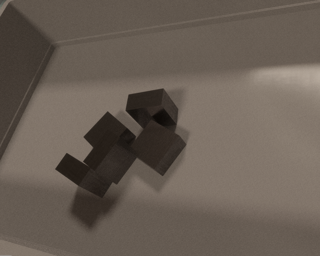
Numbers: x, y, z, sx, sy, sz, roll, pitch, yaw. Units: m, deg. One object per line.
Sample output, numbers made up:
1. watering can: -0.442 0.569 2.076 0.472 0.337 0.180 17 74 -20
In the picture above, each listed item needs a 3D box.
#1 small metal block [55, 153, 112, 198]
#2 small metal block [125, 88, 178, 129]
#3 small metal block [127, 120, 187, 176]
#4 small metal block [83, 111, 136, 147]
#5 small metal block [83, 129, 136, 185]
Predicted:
1. small metal block: -0.098 0.062 0.401 0.050 0.050 0.025 23 74 36
2. small metal block: -0.009 -0.024 0.408 0.050 0.050 0.025 -7 59 24
3. small metal block: -0.004 0.024 0.392 0.050 0.025 0.050 30 78 37
4. small metal block: -0.071 0.012 0.434 0.050 0.025 0.050 -48 52 -6
5. small metal block: -0.061 0.038 0.397 0.025 0.050 0.050 29 77 37
